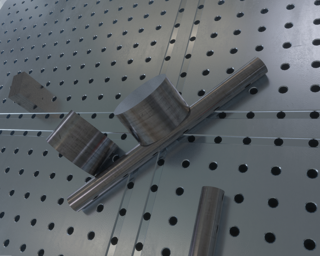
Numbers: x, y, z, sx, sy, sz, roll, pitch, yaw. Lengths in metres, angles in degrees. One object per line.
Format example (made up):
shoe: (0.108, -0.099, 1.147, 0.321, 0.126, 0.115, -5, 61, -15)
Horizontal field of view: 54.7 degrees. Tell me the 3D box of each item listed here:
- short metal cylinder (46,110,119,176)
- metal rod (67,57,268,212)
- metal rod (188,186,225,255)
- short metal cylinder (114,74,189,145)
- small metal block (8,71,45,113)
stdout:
short metal cylinder: (-0.103, 0.020, 0.415, 0.080, 0.080, 0.050, 31, 79, 38)
metal rod: (0.007, 0.010, 0.398, 0.300, 0.025, 0.025, -37, 51, 3)
metal rod: (0.021, 0.199, 0.275, 0.025, 0.025, 0.300, 2, 62, 29)
short metal cylinder: (-0.011, -0.024, 0.390, 0.080, 0.050, 0.080, -33, 19, 14)
small metal block: (-0.239, -0.064, 0.558, 0.025, 0.050, 0.050, -17, 55, 18)
